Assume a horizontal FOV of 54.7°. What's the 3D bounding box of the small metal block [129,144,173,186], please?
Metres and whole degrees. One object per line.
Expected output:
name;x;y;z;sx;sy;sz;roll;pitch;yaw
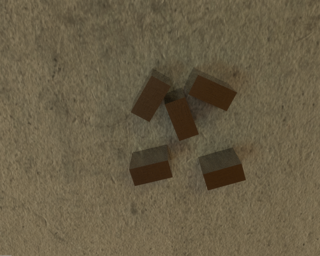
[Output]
small metal block;-0.011;0.049;0.414;0.050;0.050;0.025;-14;110;4

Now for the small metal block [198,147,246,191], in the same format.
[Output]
small metal block;0.082;0.054;0.418;0.050;0.050;0.025;-17;110;5

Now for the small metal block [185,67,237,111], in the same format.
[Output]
small metal block;0.061;-0.048;0.380;0.050;0.050;0.025;23;108;-9

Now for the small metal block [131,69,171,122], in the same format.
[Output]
small metal block;-0.011;-0.042;0.381;0.025;0.050;0.050;28;108;-10

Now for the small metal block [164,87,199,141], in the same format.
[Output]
small metal block;0.026;-0.019;0.390;0.025;0.050;0.050;-20;109;7
